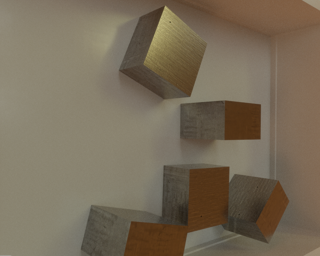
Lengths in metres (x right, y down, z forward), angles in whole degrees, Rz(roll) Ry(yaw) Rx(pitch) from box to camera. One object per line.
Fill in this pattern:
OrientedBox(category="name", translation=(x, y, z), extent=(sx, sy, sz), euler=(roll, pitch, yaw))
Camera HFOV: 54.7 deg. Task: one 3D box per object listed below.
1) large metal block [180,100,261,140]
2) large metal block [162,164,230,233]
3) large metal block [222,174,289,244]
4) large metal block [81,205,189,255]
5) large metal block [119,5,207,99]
OrientedBox(category="large metal block", translation=(0.086, -0.009, 0.443), extent=(0.081, 0.080, 0.050), euler=(1, 90, -40))
OrientedBox(category="large metal block", translation=(0.051, 0.093, 0.433), extent=(0.081, 0.050, 0.080), euler=(3, 88, -40))
OrientedBox(category="large metal block", translation=(0.144, 0.124, 0.491), extent=(0.080, 0.080, 0.050), euler=(-49, 119, -29))
OrientedBox(category="large metal block", translation=(-0.029, 0.123, 0.347), extent=(0.080, 0.080, 0.050), euler=(19, 78, -39))
OrientedBox(category="large metal block", translation=(0.006, -0.091, 0.395), extent=(0.080, 0.050, 0.080), euler=(29, 72, -36))
